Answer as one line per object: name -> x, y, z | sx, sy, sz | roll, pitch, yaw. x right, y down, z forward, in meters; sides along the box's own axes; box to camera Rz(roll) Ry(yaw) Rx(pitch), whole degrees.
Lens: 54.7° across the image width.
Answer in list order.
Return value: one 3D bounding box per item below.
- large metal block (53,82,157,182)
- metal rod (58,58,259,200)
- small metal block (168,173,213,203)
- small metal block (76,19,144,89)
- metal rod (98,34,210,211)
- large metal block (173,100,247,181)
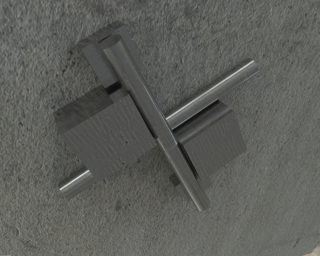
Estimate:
large metal block -> -0.062, 0.002, 0.357 | 0.080, 0.050, 0.080 | -32, 129, -7
metal rod -> 0.003, -0.002, 0.409 | 0.301, 0.025, 0.025 | -34, 129, -6
small metal block -> 0.049, 0.083, 0.487 | 0.050, 0.025, 0.050 | -37, 129, -4
small metal block -> -0.053, -0.079, 0.332 | 0.050, 0.025, 0.050 | -33, 129, -7
metal rod -> 0.009, 0.018, 0.392 | 0.025, 0.025, 0.299 | -34, 129, -6
large metal block -> 0.067, 0.015, 0.438 | 0.080, 0.050, 0.080 | -34, 129, -6
